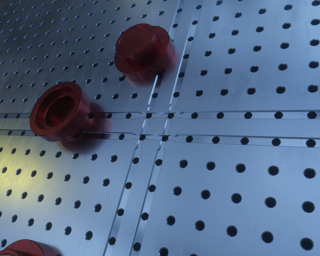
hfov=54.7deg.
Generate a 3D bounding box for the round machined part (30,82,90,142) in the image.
[{"bbox_3d":[-0.151,-0.021,0.487,0.098,0.042,0.098,-13,56,20],"label":"round machined part"}]

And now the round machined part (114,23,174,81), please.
[{"bbox_3d":[-0.031,-0.125,0.489,0.098,0.042,0.098,-13,56,20],"label":"round machined part"}]

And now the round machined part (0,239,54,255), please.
[{"bbox_3d":[-0.178,0.185,0.375,0.098,0.042,0.098,-13,56,20],"label":"round machined part"}]
